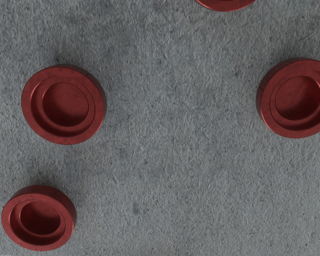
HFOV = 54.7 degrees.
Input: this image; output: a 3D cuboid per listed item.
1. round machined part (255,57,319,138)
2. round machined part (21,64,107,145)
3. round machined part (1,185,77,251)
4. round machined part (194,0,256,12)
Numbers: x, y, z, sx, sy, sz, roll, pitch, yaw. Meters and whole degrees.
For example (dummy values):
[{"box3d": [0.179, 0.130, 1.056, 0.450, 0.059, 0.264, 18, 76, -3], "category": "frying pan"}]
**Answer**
[{"box3d": [0.169, -0.040, 0.387, 0.099, 0.042, 0.097, 0, 110, 0], "category": "round machined part"}, {"box3d": [-0.116, -0.032, 0.388, 0.099, 0.042, 0.097, 0, 110, 0], "category": "round machined part"}, {"box3d": [-0.168, 0.124, 0.445, 0.099, 0.042, 0.097, 0, 110, 0], "category": "round machined part"}, {"box3d": [0.070, -0.178, 0.336, 0.099, 0.042, 0.097, 0, 110, 0], "category": "round machined part"}]
